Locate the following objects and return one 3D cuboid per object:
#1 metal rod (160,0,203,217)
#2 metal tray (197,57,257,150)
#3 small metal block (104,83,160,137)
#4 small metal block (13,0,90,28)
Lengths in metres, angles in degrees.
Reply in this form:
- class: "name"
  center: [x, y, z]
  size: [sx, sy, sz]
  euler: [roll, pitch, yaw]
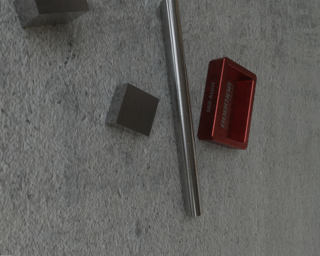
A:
- class: "metal rod"
  center: [0.031, -0.023, 0.432]
  size: [0.025, 0.025, 0.298]
  euler: [-13, 98, -40]
- class: "metal tray"
  center: [0.110, -0.036, 0.496]
  size: [0.091, 0.030, 0.129]
  euler: [17, 79, -39]
- class: "small metal block"
  center: [-0.033, -0.021, 0.379]
  size: [0.050, 0.025, 0.050]
  euler: [25, 75, -38]
- class: "small metal block"
  center: [-0.106, -0.118, 0.301]
  size: [0.050, 0.050, 0.025]
  euler: [-22, 105, -38]
